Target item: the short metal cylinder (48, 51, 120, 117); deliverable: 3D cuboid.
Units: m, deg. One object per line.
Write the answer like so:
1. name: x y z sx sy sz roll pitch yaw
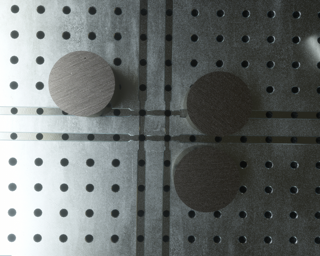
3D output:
1. short metal cylinder: -0.095 -0.054 0.400 0.081 0.050 0.079 0 90 -1

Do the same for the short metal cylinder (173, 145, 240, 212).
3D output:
1. short metal cylinder: 0.057 0.063 0.402 0.081 0.050 0.079 0 90 -1

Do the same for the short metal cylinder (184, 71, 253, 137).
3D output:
1. short metal cylinder: 0.073 -0.030 0.402 0.081 0.050 0.079 0 90 -1
